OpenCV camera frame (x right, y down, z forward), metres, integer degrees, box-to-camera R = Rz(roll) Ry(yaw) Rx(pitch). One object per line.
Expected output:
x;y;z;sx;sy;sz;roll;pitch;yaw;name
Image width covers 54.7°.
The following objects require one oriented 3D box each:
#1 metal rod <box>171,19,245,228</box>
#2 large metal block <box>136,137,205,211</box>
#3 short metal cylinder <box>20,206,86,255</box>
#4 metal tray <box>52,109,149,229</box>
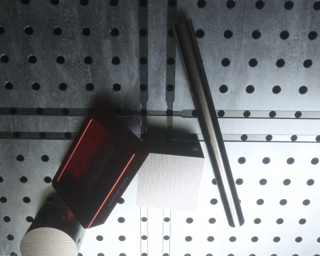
0.070;0.008;0.416;0.025;0.025;0.298;-17;110;6;metal rod
0.012;0.062;0.423;0.081;0.050;0.079;6;110;-3;large metal block
-0.156;0.164;0.459;0.081;0.050;0.079;0;110;0;short metal cylinder
-0.081;0.052;0.402;0.090;0.030;0.129;42;109;27;metal tray
